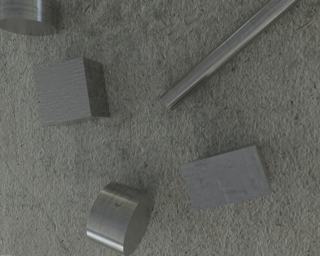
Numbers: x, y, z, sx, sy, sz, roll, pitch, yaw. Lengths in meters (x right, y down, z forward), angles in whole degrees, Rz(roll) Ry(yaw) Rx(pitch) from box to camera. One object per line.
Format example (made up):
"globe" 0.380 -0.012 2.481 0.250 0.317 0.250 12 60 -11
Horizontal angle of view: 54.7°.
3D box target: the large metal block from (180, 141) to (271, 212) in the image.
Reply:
"large metal block" 0.078 0.052 0.352 0.080 0.080 0.050 -18 84 19

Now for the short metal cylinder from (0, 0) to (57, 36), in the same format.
"short metal cylinder" -0.191 -0.170 0.447 0.080 0.080 0.050 0 90 20

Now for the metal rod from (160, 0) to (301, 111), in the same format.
"metal rod" 0.119 -0.126 0.367 0.299 0.025 0.025 -40 77 15

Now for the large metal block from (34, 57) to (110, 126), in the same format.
"large metal block" -0.124 -0.048 0.439 0.080 0.050 0.080 -10 87 19

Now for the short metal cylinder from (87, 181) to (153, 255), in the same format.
"short metal cylinder" -0.049 0.115 0.397 0.050 0.080 0.080 16 95 19
